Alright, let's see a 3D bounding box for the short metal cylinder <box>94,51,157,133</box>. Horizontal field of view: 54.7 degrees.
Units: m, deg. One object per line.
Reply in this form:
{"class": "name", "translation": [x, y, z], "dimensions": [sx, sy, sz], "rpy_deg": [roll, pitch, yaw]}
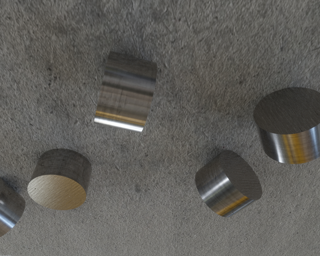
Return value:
{"class": "short metal cylinder", "translation": [-0.038, -0.038, 0.338], "dimensions": [0.050, 0.080, 0.079], "rpy_deg": [13, 129, -11]}

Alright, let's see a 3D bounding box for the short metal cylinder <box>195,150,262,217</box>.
{"class": "short metal cylinder", "translation": [0.097, 0.078, 0.438], "dimensions": [0.080, 0.080, 0.050], "rpy_deg": [30, 124, -23]}

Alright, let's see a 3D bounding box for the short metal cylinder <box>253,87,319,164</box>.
{"class": "short metal cylinder", "translation": [0.158, -0.004, 0.369], "dimensions": [0.080, 0.080, 0.050], "rpy_deg": [-18, 128, 14]}

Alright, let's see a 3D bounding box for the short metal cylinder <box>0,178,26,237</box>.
{"class": "short metal cylinder", "translation": [-0.257, 0.123, 0.473], "dimensions": [0.080, 0.080, 0.050], "rpy_deg": [-18, 128, 14]}

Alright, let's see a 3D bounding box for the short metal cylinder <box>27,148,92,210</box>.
{"class": "short metal cylinder", "translation": [-0.144, 0.076, 0.454], "dimensions": [0.081, 0.050, 0.079], "rpy_deg": [0, 130, 0]}
